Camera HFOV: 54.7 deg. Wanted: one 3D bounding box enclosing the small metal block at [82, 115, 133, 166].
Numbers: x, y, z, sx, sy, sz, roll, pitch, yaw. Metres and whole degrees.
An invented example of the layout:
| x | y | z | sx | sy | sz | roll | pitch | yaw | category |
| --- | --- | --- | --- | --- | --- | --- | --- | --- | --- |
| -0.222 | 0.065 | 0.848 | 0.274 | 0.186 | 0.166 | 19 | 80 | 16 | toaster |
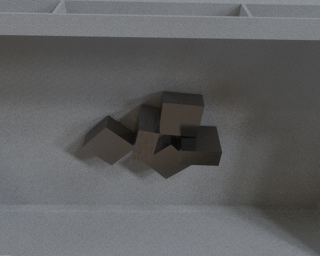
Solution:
| x | y | z | sx | sy | sz | roll | pitch | yaw | category |
| --- | --- | --- | --- | --- | --- | --- | --- | --- | --- |
| -0.068 | 0.018 | 0.421 | 0.050 | 0.025 | 0.050 | -37 | 122 | 27 | small metal block |

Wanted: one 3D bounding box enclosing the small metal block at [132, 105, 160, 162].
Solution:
| x | y | z | sx | sy | sz | roll | pitch | yaw | category |
| --- | --- | --- | --- | --- | --- | --- | --- | --- | --- |
| -0.018 | 0.007 | 0.395 | 0.025 | 0.050 | 0.050 | 10 | 129 | -9 | small metal block |

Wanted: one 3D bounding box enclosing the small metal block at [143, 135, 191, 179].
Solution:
| x | y | z | sx | sy | sz | roll | pitch | yaw | category |
| --- | --- | --- | --- | --- | --- | --- | --- | --- | --- |
| 0.012 | 0.040 | 0.441 | 0.050 | 0.025 | 0.050 | -33 | 123 | 24 | small metal block |

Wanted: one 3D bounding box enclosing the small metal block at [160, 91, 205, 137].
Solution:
| x | y | z | sx | sy | sz | roll | pitch | yaw | category |
| --- | --- | --- | --- | --- | --- | --- | --- | --- | --- |
| 0.025 | -0.017 | 0.393 | 0.050 | 0.025 | 0.050 | 5 | 130 | -5 | small metal block |

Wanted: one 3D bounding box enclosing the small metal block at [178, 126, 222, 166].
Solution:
| x | y | z | sx | sy | sz | roll | pitch | yaw | category |
| --- | --- | --- | --- | --- | --- | --- | --- | --- | --- |
| 0.051 | 0.022 | 0.410 | 0.050 | 0.050 | 0.025 | 2 | 130 | -3 | small metal block |
